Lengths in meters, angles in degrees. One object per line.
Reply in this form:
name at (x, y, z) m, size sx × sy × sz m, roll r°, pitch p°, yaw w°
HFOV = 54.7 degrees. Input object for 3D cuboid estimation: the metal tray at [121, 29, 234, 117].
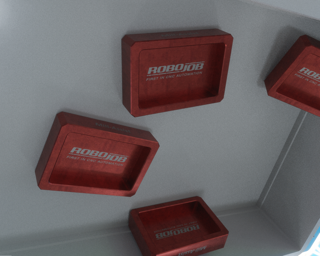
metal tray at (0.021, -0.068, 0.375) m, size 0.131 × 0.030 × 0.089 m, roll -11°, pitch 124°, yaw -23°

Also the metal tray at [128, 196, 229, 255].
metal tray at (0.028, 0.156, 0.480) m, size 0.131 × 0.090 × 0.030 m, roll -5°, pitch 121°, yaw -27°

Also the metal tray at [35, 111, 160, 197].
metal tray at (-0.076, 0.038, 0.388) m, size 0.131 × 0.030 × 0.089 m, roll 14°, pitch 111°, yaw -35°

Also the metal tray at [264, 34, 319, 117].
metal tray at (0.231, -0.066, 0.442) m, size 0.131 × 0.030 × 0.089 m, roll 20°, pitch 132°, yaw -12°
